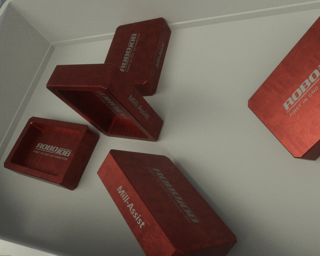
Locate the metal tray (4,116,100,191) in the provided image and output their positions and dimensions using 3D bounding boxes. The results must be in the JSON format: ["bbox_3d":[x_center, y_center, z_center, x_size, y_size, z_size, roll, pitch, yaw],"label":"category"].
[{"bbox_3d":[-0.164,0.034,0.465,0.130,0.030,0.090,8,65,31],"label":"metal tray"}]

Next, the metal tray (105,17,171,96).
[{"bbox_3d":[-0.040,-0.111,0.490,0.090,0.030,0.130,-1,61,27],"label":"metal tray"}]

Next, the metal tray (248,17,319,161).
[{"bbox_3d":[0.160,-0.042,0.306,0.129,0.030,0.090,-54,45,27],"label":"metal tray"}]

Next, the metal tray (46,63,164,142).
[{"bbox_3d":[-0.063,-0.028,0.387,0.090,0.130,0.030,5,65,30],"label":"metal tray"}]

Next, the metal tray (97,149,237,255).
[{"bbox_3d":[0.004,0.076,0.311,0.130,0.091,0.030,48,114,39],"label":"metal tray"}]
